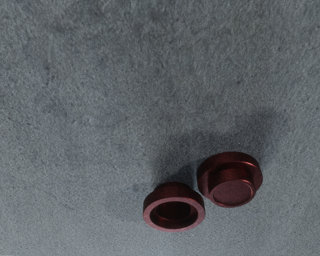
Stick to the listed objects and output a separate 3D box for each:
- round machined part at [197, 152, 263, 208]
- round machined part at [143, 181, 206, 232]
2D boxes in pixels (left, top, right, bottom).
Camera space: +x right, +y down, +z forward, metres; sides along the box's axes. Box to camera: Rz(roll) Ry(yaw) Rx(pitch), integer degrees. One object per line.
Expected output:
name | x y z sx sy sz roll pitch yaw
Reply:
round machined part | 0.107 0.085 0.470 0.099 0.042 0.097 -1 130 0
round machined part | 0.022 0.124 0.503 0.099 0.042 0.097 -1 130 0
